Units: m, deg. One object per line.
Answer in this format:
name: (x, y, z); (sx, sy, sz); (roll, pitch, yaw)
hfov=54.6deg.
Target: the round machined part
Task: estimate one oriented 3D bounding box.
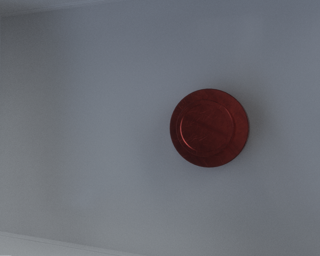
round machined part: (0.058, 0.000, 0.381); (0.098, 0.042, 0.097); (0, 90, 20)
